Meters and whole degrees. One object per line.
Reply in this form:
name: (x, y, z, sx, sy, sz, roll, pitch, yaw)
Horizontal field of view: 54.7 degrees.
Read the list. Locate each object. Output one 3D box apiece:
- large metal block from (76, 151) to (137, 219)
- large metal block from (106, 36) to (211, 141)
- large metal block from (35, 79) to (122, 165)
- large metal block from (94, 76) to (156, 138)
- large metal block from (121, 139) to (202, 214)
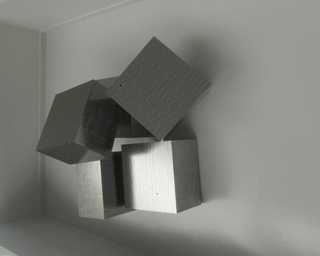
large metal block: (-0.063, 0.072, 0.419, 0.050, 0.081, 0.080, -8, 85, 39)
large metal block: (0.001, -0.042, 0.353, 0.080, 0.050, 0.080, 42, 95, 6)
large metal block: (-0.098, -0.004, 0.382, 0.080, 0.050, 0.080, -12, 57, 39)
large metal block: (-0.051, -0.027, 0.428, 0.080, 0.050, 0.079, -1, 89, 39)
large metal block: (0.001, 0.057, 0.383, 0.080, 0.050, 0.080, -7, 86, 39)
